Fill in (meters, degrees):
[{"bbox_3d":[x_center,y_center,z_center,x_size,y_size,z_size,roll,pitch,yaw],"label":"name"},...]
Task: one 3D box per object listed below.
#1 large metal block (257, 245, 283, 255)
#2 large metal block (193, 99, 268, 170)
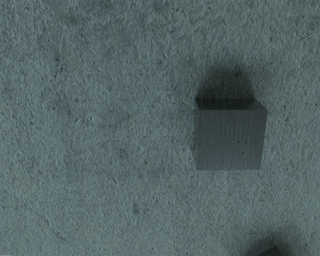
[{"bbox_3d":[0.177,0.248,0.489,0.080,0.050,0.080,-35,107,12],"label":"large metal block"},{"bbox_3d":[0.086,0.007,0.400,0.081,0.050,0.079,0,110,0],"label":"large metal block"}]
